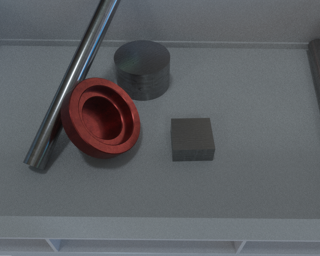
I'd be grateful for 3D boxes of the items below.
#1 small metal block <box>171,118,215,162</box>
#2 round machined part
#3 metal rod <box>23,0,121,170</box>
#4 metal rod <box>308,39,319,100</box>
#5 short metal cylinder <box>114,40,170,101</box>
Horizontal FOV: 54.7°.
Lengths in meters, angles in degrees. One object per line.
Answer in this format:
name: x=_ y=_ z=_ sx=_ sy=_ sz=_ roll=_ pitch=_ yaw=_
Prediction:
small metal block: x=0.040 y=0.014 z=0.394 sx=0.050 sy=0.025 sz=0.050 roll=-1 pitch=50 yaw=-2
round machined part: x=-0.075 y=-0.009 z=0.379 sx=0.099 sy=0.042 sz=0.098 roll=23 pitch=55 yaw=-36
metal rod: x=-0.100 y=-0.091 z=0.403 sx=0.025 sy=0.025 sz=0.299 roll=17 pitch=76 yaw=13
metal rod: x=0.240 y=-0.028 z=0.431 sx=0.025 sy=0.025 sz=0.300 roll=8 pitch=50 yaw=6
short metal cylinder: x=-0.026 y=-0.086 z=0.461 sx=0.081 sy=0.050 sz=0.080 roll=0 pitch=50 yaw=0
